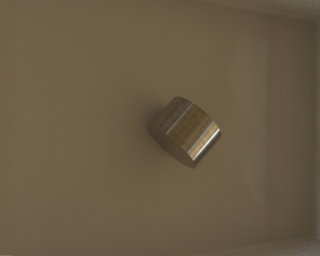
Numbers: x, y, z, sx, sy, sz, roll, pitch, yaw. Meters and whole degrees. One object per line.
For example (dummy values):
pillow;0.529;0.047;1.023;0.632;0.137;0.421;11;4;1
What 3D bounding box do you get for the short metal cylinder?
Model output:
short metal cylinder;0.030;0.006;0.394;0.080;0.080;0.050;46;76;-15
